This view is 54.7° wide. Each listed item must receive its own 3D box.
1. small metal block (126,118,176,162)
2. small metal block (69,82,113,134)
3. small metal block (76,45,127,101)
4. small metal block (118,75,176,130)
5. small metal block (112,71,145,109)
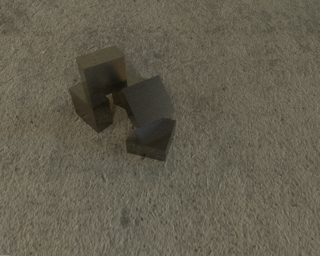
[{"bbox_3d":[-0.011,0.011,0.395,0.050,0.025,0.050,13,51,10],"label":"small metal block"},{"bbox_3d":[-0.091,-0.028,0.411,0.050,0.050,0.025,38,59,27],"label":"small metal block"},{"bbox_3d":[-0.070,-0.067,0.379,0.050,0.050,0.025,-23,54,-19],"label":"small metal block"},{"bbox_3d":[-0.017,-0.031,0.383,0.050,0.025,0.050,-25,92,-20],"label":"small metal block"},{"bbox_3d":[-0.039,-0.048,0.429,0.050,0.050,0.025,26,55,19],"label":"small metal block"}]
